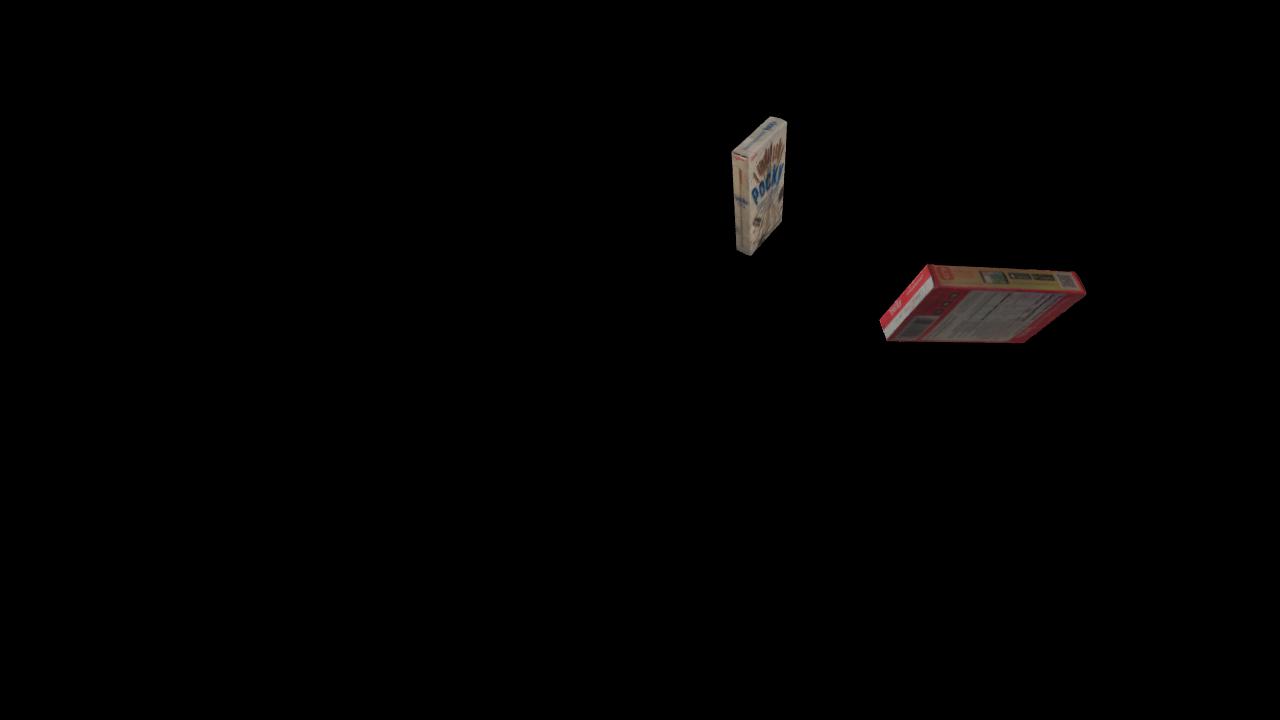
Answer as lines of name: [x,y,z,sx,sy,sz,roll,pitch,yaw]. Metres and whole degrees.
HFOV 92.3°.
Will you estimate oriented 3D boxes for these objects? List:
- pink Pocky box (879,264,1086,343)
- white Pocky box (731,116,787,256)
pink Pocky box: [0.311,-0.049,0.566,0.155,0.029,0.084,1,-31,-11]
white Pocky box: [0.150,-0.214,0.772,0.028,0.084,0.154,30,-27,29]
